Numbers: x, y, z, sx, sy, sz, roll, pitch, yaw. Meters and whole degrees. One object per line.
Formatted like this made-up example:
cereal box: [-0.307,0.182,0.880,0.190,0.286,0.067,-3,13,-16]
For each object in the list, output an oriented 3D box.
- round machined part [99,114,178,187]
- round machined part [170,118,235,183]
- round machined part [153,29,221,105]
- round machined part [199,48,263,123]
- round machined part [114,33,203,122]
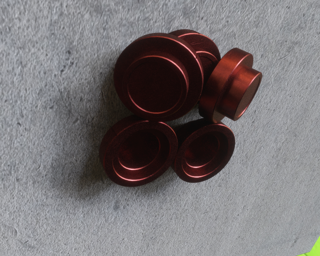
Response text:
round machined part: [-0.030,0.024,0.397,0.099,0.042,0.097,-14,125,-21]
round machined part: [0.055,0.027,0.446,0.099,0.042,0.097,-14,125,-21]
round machined part: [0.034,-0.066,0.376,0.099,0.042,0.097,-14,125,-21]
round machined part: [0.094,-0.048,0.393,0.098,0.042,0.097,-46,155,-28]
round machined part: [-0.003,-0.050,0.336,0.099,0.042,0.097,3,117,7]
